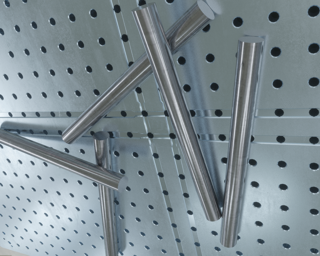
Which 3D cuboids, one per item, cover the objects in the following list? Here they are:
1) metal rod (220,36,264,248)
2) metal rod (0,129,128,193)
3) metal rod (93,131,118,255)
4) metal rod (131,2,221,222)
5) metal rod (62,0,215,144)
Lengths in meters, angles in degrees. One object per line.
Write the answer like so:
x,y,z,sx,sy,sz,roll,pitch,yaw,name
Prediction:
0.096,0.040,0.385,0.025,0.025,0.298,11,123,22,metal rod
-0.182,0.046,0.516,0.300,0.025,0.025,15,125,27,metal rod
-0.092,0.137,0.545,0.025,0.025,0.298,15,125,20,metal rod
0.031,0.003,0.377,0.025,0.025,0.299,-3,123,30,metal rod
-0.050,-0.052,0.405,0.025,0.025,0.299,50,129,-7,metal rod
